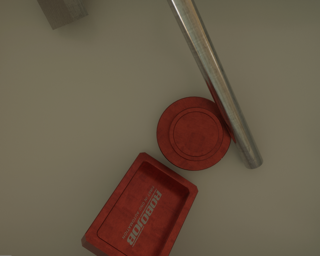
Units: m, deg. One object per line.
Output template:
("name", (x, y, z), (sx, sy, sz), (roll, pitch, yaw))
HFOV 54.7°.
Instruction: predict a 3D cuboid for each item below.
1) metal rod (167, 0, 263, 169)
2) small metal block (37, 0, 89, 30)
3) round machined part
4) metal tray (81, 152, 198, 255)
("metal rod", (0.057, -0.070, 0.352), (0.025, 0.025, 0.299), (-31, 115, 0))
("small metal block", (-0.124, -0.156, 0.387), (0.025, 0.050, 0.050), (-44, 121, -38))
("round machined part", (0.045, 0.008, 0.404), (0.099, 0.042, 0.097), (0, 90, -1))
("metal tray", (-0.019, 0.103, 0.372), (0.090, 0.030, 0.130), (34, 52, 0))
